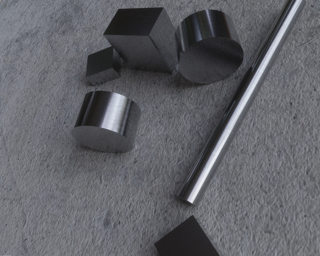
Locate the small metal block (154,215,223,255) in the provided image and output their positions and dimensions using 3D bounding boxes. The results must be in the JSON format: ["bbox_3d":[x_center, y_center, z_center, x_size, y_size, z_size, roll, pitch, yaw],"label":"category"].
[{"bbox_3d":[0.030,0.125,0.310,0.050,0.025,0.050,-38,51,2],"label":"small metal block"}]

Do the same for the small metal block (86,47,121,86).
[{"bbox_3d":[-0.093,-0.103,0.514,0.050,0.025,0.050,-16,55,18],"label":"small metal block"}]

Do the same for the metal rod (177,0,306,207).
[{"bbox_3d":[0.105,-0.044,0.374,0.025,0.025,0.300,21,73,35],"label":"metal rod"}]

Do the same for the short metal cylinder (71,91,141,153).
[{"bbox_3d":[-0.069,-0.006,0.407,0.080,0.080,0.050,-3,61,26],"label":"short metal cylinder"}]

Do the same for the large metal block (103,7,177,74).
[{"bbox_3d":[-0.021,-0.128,0.457,0.080,0.080,0.050,12,68,33],"label":"large metal block"}]

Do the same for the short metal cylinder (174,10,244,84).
[{"bbox_3d":[0.061,-0.102,0.398,0.080,0.080,0.050,-18,55,17],"label":"short metal cylinder"}]
